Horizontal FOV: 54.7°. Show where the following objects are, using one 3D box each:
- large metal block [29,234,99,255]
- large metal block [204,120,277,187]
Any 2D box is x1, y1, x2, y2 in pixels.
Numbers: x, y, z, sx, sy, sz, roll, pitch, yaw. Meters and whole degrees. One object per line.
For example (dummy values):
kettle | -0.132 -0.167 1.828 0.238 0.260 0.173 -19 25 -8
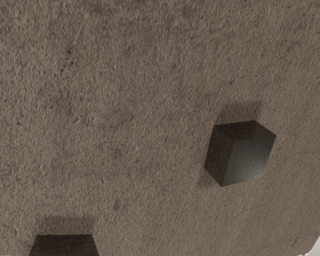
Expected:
large metal block | -0.141 0.200 0.438 0.081 0.050 0.079 12 112 -34
large metal block | 0.123 0.038 0.484 0.081 0.050 0.079 -7 122 -25
